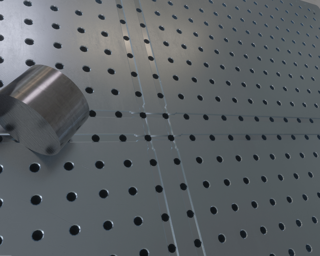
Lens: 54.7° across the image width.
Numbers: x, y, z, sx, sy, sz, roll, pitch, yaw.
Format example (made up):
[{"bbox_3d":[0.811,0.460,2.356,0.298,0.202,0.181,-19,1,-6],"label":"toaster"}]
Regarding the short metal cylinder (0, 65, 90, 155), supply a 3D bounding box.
[{"bbox_3d":[-0.121,-0.017,0.318,0.080,0.080,0.050,36,51,-5],"label":"short metal cylinder"}]
